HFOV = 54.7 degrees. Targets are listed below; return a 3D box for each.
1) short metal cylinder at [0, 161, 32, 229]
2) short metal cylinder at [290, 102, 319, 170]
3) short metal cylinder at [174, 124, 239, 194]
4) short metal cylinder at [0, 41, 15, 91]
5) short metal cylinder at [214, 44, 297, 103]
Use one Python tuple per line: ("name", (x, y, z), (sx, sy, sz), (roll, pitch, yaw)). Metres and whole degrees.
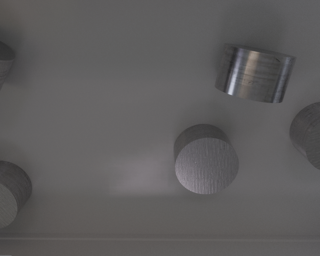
("short metal cylinder", (-0.228, 0.092, 0.430), (0.081, 0.050, 0.079), (0, 110, 0))
("short metal cylinder", (0.219, 0.011, 0.404), (0.081, 0.050, 0.079), (0, 110, 0))
("short metal cylinder", (0.059, 0.040, 0.413), (0.081, 0.050, 0.079), (0, 110, 0))
("short metal cylinder", (-0.216, -0.077, 0.352), (0.080, 0.080, 0.050), (29, 108, -10))
("short metal cylinder", (0.109, -0.065, 0.359), (0.081, 0.080, 0.050), (9, 110, -4))
